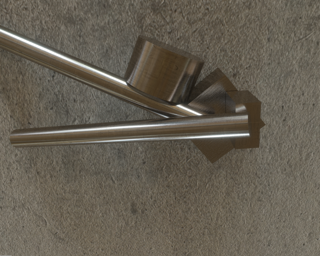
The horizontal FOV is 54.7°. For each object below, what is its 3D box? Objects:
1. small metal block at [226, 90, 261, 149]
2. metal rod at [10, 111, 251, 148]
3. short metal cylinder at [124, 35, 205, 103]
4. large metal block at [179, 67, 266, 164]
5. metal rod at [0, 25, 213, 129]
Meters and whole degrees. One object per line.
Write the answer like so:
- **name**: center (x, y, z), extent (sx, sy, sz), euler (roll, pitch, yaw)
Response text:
- **small metal block**: center (0.090, -0.011, 0.339), extent (0.025, 0.050, 0.050), euler (-4, 110, 2)
- **metal rod**: center (-0.052, 0.005, 0.355), extent (0.301, 0.025, 0.025), euler (-4, 112, 23)
- **short metal cylinder**: center (0.005, -0.068, 0.358), extent (0.080, 0.080, 0.050), euler (20, 109, -8)
- **large metal block**: center (0.070, -0.016, 0.391), extent (0.080, 0.050, 0.080), euler (-39, 105, 14)
- **metal rod**: center (-0.076, -0.059, 0.358), extent (0.301, 0.025, 0.025), euler (23, 109, 3)
